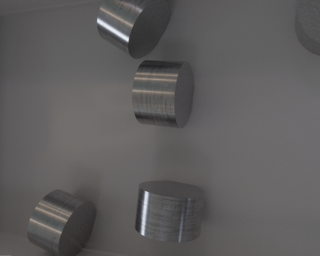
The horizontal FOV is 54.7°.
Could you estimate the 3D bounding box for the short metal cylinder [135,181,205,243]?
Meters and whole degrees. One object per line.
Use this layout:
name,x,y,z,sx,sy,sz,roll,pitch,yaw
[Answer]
short metal cylinder,0.012,0.098,0.377,0.080,0.080,0.050,7,93,20

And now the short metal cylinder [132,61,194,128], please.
short metal cylinder,0.006,-0.042,0.379,0.050,0.080,0.079,6,92,20

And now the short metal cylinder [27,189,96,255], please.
short metal cylinder,-0.133,0.131,0.428,0.050,0.080,0.080,16,96,19

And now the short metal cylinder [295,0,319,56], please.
short metal cylinder,0.189,-0.121,0.330,0.080,0.050,0.080,0,90,20

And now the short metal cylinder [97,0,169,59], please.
short metal cylinder,-0.033,-0.136,0.393,0.050,0.080,0.080,35,101,16
